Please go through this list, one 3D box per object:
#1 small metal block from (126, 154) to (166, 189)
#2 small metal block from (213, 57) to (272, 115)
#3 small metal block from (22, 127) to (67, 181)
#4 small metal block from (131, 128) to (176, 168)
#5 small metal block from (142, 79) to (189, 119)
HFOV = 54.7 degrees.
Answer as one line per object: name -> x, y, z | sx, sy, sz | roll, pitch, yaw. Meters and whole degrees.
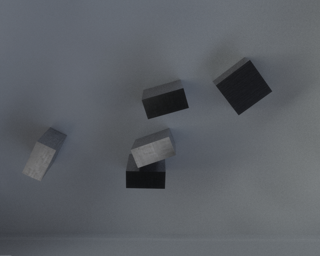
small metal block -> -0.018, 0.058, 0.419 | 0.050, 0.050, 0.025 | 1, 111, -1
small metal block -> 0.104, -0.053, 0.393 | 0.050, 0.025, 0.050 | -37, 106, 12
small metal block -> -0.151, 0.033, 0.408 | 0.025, 0.050, 0.050 | 28, 108, -10
small metal block -> -0.007, 0.025, 0.405 | 0.050, 0.050, 0.025 | -19, 101, 6
small metal block -> 0.006, -0.037, 0.385 | 0.050, 0.050, 0.025 | -15, 110, 5
